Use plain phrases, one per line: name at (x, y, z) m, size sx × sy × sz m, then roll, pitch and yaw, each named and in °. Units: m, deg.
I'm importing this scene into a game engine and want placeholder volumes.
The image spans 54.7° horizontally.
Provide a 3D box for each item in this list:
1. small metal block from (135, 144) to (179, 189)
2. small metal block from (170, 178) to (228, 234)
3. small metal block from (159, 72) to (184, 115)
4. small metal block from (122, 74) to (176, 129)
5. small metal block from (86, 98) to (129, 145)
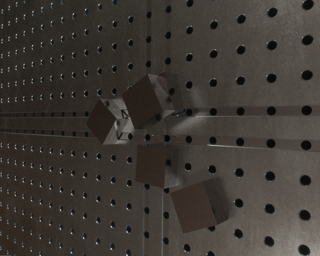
small metal block at (-0.005, 0.049, 0.411) m, size 0.050 × 0.025 × 0.050 m, roll 6°, pitch 94°, yaw 39°
small metal block at (0.046, 0.093, 0.370) m, size 0.050 × 0.025 × 0.050 m, roll -29°, pitch 72°, yaw 36°
small metal block at (0.000, -0.041, 0.408) m, size 0.050 × 0.025 × 0.050 m, roll -16°, pitch 80°, yaw 38°
small metal block at (-0.015, -0.032, 0.388) m, size 0.050 × 0.025 × 0.050 m, roll -34°, pitch 70°, yaw 34°
small metal block at (-0.081, -0.010, 0.474) m, size 0.050 × 0.025 × 0.050 m, roll 46°, pitch 117°, yaw 30°
